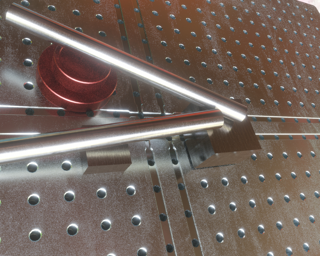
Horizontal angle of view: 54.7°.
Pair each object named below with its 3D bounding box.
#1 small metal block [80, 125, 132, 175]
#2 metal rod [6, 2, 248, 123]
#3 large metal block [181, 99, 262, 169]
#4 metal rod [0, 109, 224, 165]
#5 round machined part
[{"bbox_3d":[-0.065,0.024,0.360,0.050,0.025,0.050,0,62,-29],"label":"small metal block"},{"bbox_3d":[-0.029,-0.073,0.376,0.302,0.025,0.025,22,53,-12],"label":"metal rod"},{"bbox_3d":[0.081,0.006,0.430,0.081,0.050,0.080,-2,63,-30],"label":"large metal block"},{"bbox_3d":[-0.067,0.010,0.332,0.303,0.025,0.025,-9,66,-21],"label":"metal rod"},{"bbox_3d":[-0.100,-0.072,0.388,0.099,0.042,0.098,14,56,-21],"label":"round machined part"}]
